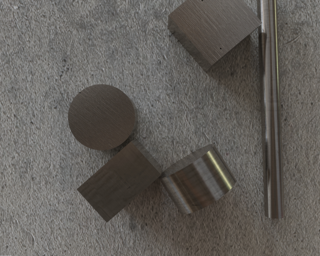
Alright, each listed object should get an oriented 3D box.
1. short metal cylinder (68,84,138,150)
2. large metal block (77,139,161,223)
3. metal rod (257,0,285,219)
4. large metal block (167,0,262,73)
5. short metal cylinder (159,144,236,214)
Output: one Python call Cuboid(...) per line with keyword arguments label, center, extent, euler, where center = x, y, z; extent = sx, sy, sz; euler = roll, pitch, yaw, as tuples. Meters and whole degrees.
Cuboid(label="short metal cylinder", center=(-0.070, -0.013, 0.397), extent=(0.081, 0.050, 0.080), euler=(0, 90, 0))
Cuboid(label="large metal block", center=(-0.045, 0.060, 0.382), extent=(0.080, 0.080, 0.050), euler=(-42, 90, 0))
Cuboid(label="metal rod", center=(0.147, -0.032, 0.411), extent=(0.025, 0.025, 0.298), euler=(-2, 90, 0))
Cuboid(label="large metal block", center=(0.067, -0.131, 0.398), extent=(0.080, 0.050, 0.080), euler=(-40, 90, 0))
Cuboid(label="short metal cylinder", center=(0.045, 0.062, 0.383), extent=(0.080, 0.080, 0.050), euler=(-31, 90, 0))
